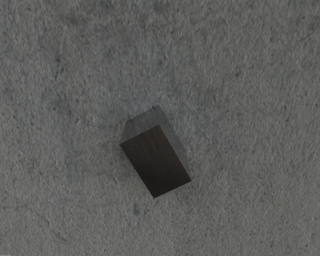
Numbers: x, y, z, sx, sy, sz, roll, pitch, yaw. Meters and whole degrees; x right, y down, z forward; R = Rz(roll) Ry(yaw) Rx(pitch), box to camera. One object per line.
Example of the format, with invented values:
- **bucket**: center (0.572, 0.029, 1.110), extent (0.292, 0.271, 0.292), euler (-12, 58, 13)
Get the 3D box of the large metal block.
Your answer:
- **large metal block**: center (-0.004, 0.026, 0.390), extent (0.050, 0.080, 0.080), euler (-27, 108, 9)
